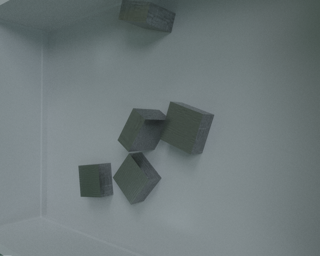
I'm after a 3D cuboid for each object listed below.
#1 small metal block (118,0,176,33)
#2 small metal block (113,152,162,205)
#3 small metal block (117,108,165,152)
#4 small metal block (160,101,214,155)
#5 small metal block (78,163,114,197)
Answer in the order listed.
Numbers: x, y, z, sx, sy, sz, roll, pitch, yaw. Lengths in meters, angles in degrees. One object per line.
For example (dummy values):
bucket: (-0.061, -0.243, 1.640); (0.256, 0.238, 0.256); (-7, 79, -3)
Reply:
small metal block: (-0.017, -0.146, 0.404); (0.050, 0.050, 0.025); (22, 104, 38)
small metal block: (-0.033, 0.070, 0.434); (0.050, 0.025, 0.050); (50, 119, 28)
small metal block: (-0.020, 0.003, 0.408); (0.025, 0.050, 0.050); (43, 116, 32)
small metal block: (0.032, -0.001, 0.380); (0.050, 0.025, 0.050); (25, 106, 37)
small metal block: (-0.102, 0.082, 0.492); (0.050, 0.025, 0.050); (-9, 84, 39)
